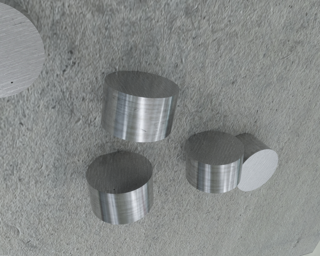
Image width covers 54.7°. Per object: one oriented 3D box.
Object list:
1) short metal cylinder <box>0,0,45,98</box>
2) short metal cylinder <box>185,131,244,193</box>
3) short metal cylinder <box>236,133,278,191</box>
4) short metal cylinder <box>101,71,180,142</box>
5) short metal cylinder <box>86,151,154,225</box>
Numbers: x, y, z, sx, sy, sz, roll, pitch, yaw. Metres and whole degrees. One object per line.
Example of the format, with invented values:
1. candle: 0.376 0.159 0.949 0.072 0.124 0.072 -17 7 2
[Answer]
1. short metal cylinder: -0.145 -0.072 0.266 0.081 0.050 0.079 -14 124 -21
2. short metal cylinder: 0.077 0.047 0.442 0.081 0.080 0.050 -16 125 -19
3. short metal cylinder: 0.142 0.055 0.502 0.081 0.050 0.079 -14 124 -21
4. short metal cylinder: -0.023 -0.026 0.342 0.081 0.080 0.050 -4 120 -27
5. short metal cylinder: -0.049 0.073 0.390 0.081 0.080 0.050 -14 124 -21
